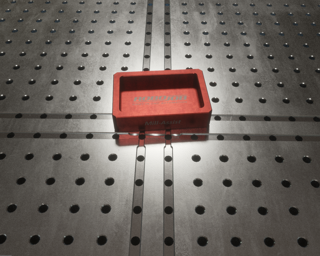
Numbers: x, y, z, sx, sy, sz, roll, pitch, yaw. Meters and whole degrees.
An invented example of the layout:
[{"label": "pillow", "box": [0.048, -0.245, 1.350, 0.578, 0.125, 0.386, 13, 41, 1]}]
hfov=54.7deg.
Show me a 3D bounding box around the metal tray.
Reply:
[{"label": "metal tray", "box": [0.000, -0.041, 0.439, 0.131, 0.030, 0.090, -3, 50, -3]}]
